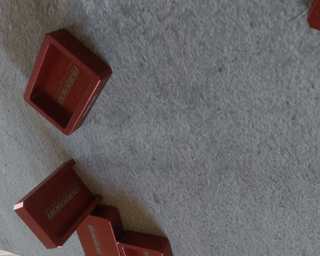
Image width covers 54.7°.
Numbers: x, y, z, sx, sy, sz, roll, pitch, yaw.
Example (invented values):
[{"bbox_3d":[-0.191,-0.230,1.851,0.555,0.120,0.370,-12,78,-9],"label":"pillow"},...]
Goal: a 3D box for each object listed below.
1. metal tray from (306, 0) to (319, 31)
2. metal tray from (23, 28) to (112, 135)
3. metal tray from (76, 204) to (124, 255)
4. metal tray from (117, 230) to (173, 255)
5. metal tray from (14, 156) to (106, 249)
[{"bbox_3d":[0.183,-0.127,0.228,0.090,0.030,0.129,24,127,12],"label":"metal tray"},{"bbox_3d":[-0.133,-0.060,0.434,0.090,0.030,0.129,40,129,0],"label":"metal tray"},{"bbox_3d":[-0.111,0.201,0.584,0.090,0.030,0.129,4,121,25],"label":"metal tray"},{"bbox_3d":[-0.017,0.251,0.566,0.090,0.030,0.129,0,119,27],"label":"metal tray"},{"bbox_3d":[-0.158,0.119,0.510,0.030,0.131,0.090,-24,105,36],"label":"metal tray"}]
